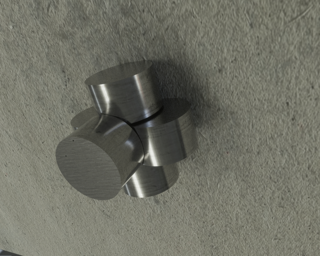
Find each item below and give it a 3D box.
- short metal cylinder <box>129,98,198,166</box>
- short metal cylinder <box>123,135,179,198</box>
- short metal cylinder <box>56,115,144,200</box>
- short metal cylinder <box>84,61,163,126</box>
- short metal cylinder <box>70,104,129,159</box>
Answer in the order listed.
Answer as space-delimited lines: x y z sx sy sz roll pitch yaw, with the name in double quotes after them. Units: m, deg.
0.002 0.002 0.372 0.080 0.080 0.050 0 118 28 "short metal cylinder"
-0.019 0.046 0.410 0.080 0.080 0.050 0 118 28 "short metal cylinder"
-0.065 0.032 0.341 0.080 0.050 0.079 13 124 20 "short metal cylinder"
-0.042 -0.043 0.367 0.080 0.080 0.050 -2 118 28 "short metal cylinder"
-0.070 0.003 0.410 0.080 0.080 0.050 -1 118 28 "short metal cylinder"
